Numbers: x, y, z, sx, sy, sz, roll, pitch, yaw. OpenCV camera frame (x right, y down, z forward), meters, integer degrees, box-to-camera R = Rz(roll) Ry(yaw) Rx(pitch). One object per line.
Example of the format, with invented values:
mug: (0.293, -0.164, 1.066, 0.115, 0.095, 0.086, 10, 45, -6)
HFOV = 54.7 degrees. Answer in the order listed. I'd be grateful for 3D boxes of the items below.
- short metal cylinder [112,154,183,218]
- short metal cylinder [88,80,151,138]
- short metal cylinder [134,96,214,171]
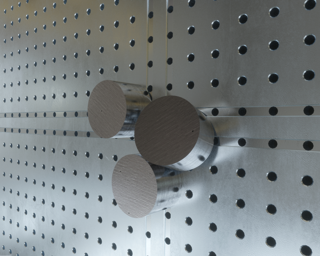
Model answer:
short metal cylinder: (-0.018, 0.073, 0.408, 0.080, 0.050, 0.079, 0, 90, 40)
short metal cylinder: (-0.057, -0.026, 0.441, 0.080, 0.050, 0.079, 0, 90, 40)
short metal cylinder: (0.017, 0.008, 0.364, 0.080, 0.050, 0.080, -8, 73, 25)
